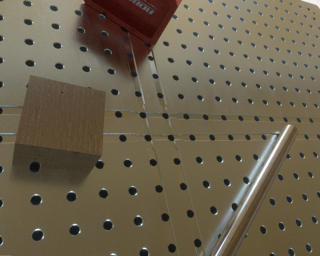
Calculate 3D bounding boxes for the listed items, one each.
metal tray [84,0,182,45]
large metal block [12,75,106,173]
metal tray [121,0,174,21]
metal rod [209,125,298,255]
[{"bbox_3d":[-0.042,-0.194,0.462,0.130,0.090,0.030,31,52,-8],"label":"metal tray"},{"bbox_3d":[-0.107,-0.002,0.336,0.081,0.050,0.080,11,57,-22],"label":"large metal block"},{"bbox_3d":[-0.043,-0.253,0.535,0.130,0.030,0.090,41,51,0],"label":"metal tray"},{"bbox_3d":[0.136,0.086,0.428,0.025,0.025,0.302,45,51,2],"label":"metal rod"}]
